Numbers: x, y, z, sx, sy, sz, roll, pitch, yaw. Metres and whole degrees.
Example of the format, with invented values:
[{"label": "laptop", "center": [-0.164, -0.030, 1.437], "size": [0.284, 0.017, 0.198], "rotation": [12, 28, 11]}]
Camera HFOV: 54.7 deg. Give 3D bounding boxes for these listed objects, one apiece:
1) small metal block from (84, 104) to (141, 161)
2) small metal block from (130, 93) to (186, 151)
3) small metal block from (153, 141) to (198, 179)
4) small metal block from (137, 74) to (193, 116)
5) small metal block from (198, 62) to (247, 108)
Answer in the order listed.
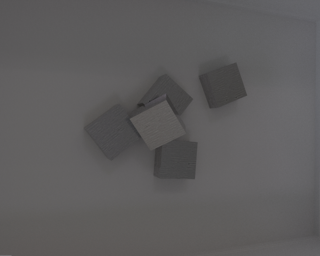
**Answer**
[{"label": "small metal block", "center": [-0.059, 0.005, 0.389], "size": [0.050, 0.025, 0.050], "rotation": [-39, 103, -16]}, {"label": "small metal block", "center": [-0.002, -0.007, 0.386], "size": [0.050, 0.025, 0.050], "rotation": [-27, 111, 13]}, {"label": "small metal block", "center": [0.021, 0.042, 0.418], "size": [0.050, 0.025, 0.050], "rotation": [5, 89, -20]}, {"label": "small metal block", "center": [0.007, -0.035, 0.413], "size": [0.050, 0.025, 0.050], "rotation": [41, 77, -16]}, {"label": "small metal block", "center": [0.090, -0.061, 0.443], "size": [0.050, 0.025, 0.050], "rotation": [-23, 98, -19]}]
